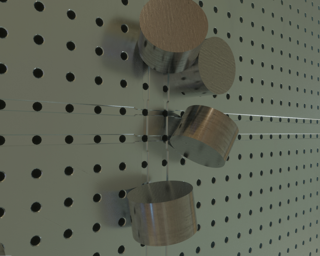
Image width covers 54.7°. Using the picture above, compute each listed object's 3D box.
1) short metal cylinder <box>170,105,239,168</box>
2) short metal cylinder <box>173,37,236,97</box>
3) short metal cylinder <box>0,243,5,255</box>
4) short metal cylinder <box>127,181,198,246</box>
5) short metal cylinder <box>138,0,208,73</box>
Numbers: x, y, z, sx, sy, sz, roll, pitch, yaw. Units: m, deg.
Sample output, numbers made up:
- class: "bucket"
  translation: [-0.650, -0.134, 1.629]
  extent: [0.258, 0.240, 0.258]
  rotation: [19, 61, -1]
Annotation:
- class: "short metal cylinder"
  translation: [0.061, 0.013, 0.427]
  extent: [0.080, 0.080, 0.050]
  rotation: [44, 64, -32]
- class: "short metal cylinder"
  translation: [0.065, -0.087, 0.449]
  extent: [0.081, 0.050, 0.079]
  rotation: [0, 90, -40]
- class: "short metal cylinder"
  translation: [-0.158, 0.133, 0.242]
  extent: [0.050, 0.080, 0.080]
  rotation: [11, 83, -40]
- class: "short metal cylinder"
  translation: [0.003, 0.101, 0.378]
  extent: [0.081, 0.080, 0.050]
  rotation: [-13, 99, -40]
- class: "short metal cylinder"
  translation: [0.014, -0.115, 0.381]
  extent: [0.081, 0.050, 0.080]
  rotation: [2, 72, -6]
